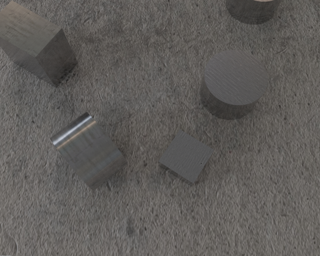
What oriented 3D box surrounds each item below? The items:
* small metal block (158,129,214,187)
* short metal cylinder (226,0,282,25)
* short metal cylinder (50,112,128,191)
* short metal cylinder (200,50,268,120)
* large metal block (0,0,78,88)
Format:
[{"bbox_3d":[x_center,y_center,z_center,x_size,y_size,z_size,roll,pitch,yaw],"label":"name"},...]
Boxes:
[{"bbox_3d":[0.033,0.038,0.394,0.050,0.025,0.050,32,73,11],"label":"small metal block"},{"bbox_3d":[0.145,-0.206,0.471,0.081,0.050,0.080,0,70,0],"label":"short metal cylinder"},{"bbox_3d":[-0.084,0.027,0.368,0.050,0.080,0.080,-39,75,-13],"label":"short metal cylinder"},{"bbox_3d":[0.097,-0.057,0.416,0.081,0.050,0.080,0,70,0],"label":"short metal cylinder"},{"bbox_3d":[-0.168,-0.110,0.418,0.080,0.080,0.050,30,73,10],"label":"large metal block"}]
